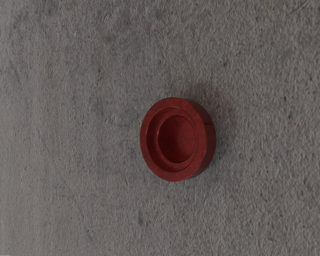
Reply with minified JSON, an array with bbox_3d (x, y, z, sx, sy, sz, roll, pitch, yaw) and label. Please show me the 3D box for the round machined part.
[{"bbox_3d":[0.025,0.013,0.374,0.098,0.042,0.097,0,90,40],"label":"round machined part"}]
